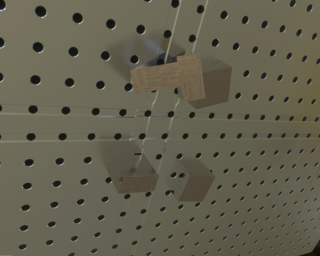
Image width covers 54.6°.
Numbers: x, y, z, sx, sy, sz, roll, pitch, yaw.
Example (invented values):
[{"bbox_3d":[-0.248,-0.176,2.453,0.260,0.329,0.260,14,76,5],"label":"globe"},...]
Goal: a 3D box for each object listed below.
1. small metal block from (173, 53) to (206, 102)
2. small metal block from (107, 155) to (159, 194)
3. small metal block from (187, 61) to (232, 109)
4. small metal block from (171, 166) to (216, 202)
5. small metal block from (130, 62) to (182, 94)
[{"bbox_3d":[0.033,-0.060,0.362,0.025,0.050,0.050,-10,102,-1],"label":"small metal block"},{"bbox_3d":[-0.037,0.060,0.411,0.050,0.050,0.025,2,118,-29],"label":"small metal block"},{"bbox_3d":[0.065,-0.057,0.410,0.050,0.025,0.050,-15,125,-21],"label":"small metal block"},{"bbox_3d":[0.053,0.089,0.494,0.050,0.025,0.050,9,114,-32],"label":"small metal block"},{"bbox_3d":[-0.005,-0.057,0.345,0.050,0.050,0.025,-10,102,0],"label":"small metal block"}]
